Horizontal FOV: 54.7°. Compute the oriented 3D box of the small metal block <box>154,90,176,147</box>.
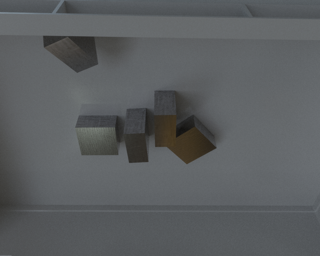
[{"bbox_3d":[0.006,-0.012,0.383,0.025,0.050,0.050,-1,130,0],"label":"small metal block"}]

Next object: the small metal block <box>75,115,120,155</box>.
[{"bbox_3d":[-0.082,0.010,0.417,0.050,0.025,0.050,0,130,-1],"label":"small metal block"}]

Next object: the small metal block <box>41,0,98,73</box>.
[{"bbox_3d":[-0.088,-0.090,0.303,0.025,0.050,0.050,-19,157,15],"label":"small metal block"}]

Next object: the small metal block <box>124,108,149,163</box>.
[{"bbox_3d":[-0.029,0.009,0.400,0.025,0.050,0.050,-3,130,2],"label":"small metal block"}]

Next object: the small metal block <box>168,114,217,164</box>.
[{"bbox_3d":[0.041,0.017,0.424,0.050,0.025,0.050,-32,124,24],"label":"small metal block"}]
